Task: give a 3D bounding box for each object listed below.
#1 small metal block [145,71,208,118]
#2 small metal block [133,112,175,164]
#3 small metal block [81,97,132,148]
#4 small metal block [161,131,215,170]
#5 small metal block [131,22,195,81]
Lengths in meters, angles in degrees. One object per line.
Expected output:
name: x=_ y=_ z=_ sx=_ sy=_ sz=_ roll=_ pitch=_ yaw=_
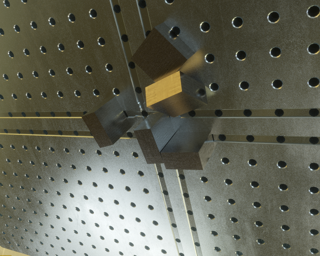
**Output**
small metal block: x=0.019 y=-0.037 z=0.360 sx=0.050 sy=0.050 sz=0.025 roll=-21 pitch=64 yaw=36
small metal block: x=-0.003 y=0.012 z=0.405 sx=0.025 sy=0.050 sz=0.050 roll=-7 pitch=115 yaw=32
small metal block: x=-0.072 y=-0.008 z=0.429 sx=0.025 sy=0.050 sz=0.050 roll=-16 pitch=110 yaw=34
small metal block: x=0.036 y=0.028 z=0.394 sx=0.050 sy=0.050 sz=0.025 roll=-3 pitch=117 yaw=29
small metal block: x=0.003 y=-0.084 z=0.359 sx=0.050 sy=0.025 sz=0.050 roll=44 pitch=129 yaw=-3
